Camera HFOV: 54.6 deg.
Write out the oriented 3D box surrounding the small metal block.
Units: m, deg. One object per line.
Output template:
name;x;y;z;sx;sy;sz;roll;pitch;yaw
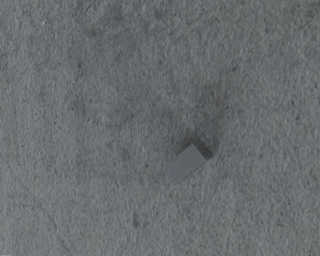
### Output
small metal block;0.035;0.043;0.383;0.050;0.050;0.025;-41;77;15
